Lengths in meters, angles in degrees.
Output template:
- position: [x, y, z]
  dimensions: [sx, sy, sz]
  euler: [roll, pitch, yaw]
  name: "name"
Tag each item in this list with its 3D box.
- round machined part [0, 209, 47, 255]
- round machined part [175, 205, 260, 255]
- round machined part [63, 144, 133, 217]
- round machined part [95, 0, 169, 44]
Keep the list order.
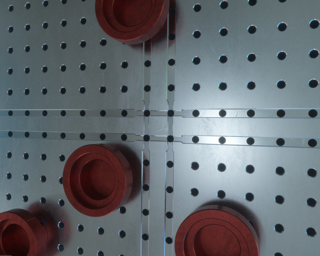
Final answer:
- position: [-0.216, 0.173, 0.481]
  dimensions: [0.098, 0.042, 0.097]
  euler: [0, 90, 20]
  name: "round machined part"
- position: [0.071, 0.143, 0.379]
  dimensions: [0.098, 0.042, 0.097]
  euler: [0, 90, 20]
  name: "round machined part"
- position: [-0.082, 0.070, 0.433]
  dimensions: [0.098, 0.042, 0.097]
  euler: [0, 90, 20]
  name: "round machined part"
- position: [-0.034, -0.161, 0.416]
  dimensions: [0.098, 0.042, 0.097]
  euler: [0, 90, 20]
  name: "round machined part"
